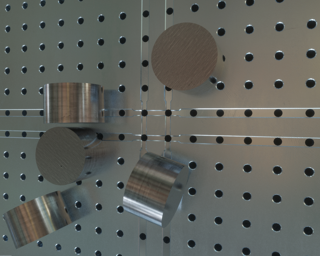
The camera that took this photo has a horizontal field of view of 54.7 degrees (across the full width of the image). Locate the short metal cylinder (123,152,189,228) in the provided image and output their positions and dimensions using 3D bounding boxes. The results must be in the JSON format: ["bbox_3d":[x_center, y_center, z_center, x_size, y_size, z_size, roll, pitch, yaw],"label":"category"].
[{"bbox_3d":[-0.003,0.075,0.384,0.050,0.080,0.080,19,96,19],"label":"short metal cylinder"}]

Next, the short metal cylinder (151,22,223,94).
[{"bbox_3d":[0.036,-0.084,0.386,0.080,0.050,0.079,0,90,19],"label":"short metal cylinder"}]

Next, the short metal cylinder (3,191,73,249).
[{"bbox_3d":[-0.173,0.130,0.442,0.080,0.080,0.050,-28,81,17],"label":"short metal cylinder"}]

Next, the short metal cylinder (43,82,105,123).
[{"bbox_3d":[-0.116,-0.031,0.423,0.080,0.080,0.050,-1,90,19],"label":"short metal cylinder"}]

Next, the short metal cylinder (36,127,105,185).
[{"bbox_3d":[-0.128,0.038,0.443,0.080,0.050,0.079,0,90,19],"label":"short metal cylinder"}]
